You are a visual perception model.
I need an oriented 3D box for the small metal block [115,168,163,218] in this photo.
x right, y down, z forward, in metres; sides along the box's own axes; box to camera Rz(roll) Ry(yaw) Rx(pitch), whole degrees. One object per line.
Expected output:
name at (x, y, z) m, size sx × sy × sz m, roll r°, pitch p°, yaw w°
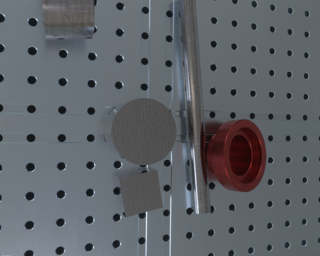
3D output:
small metal block at (-0.027, 0.082, 0.403) m, size 0.050 × 0.025 × 0.050 m, roll -10°, pitch 94°, yaw -20°

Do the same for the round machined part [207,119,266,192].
round machined part at (0.103, 0.038, 0.431) m, size 0.099 × 0.042 × 0.097 m, roll 4°, pitch 84°, yaw -41°

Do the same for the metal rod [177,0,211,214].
metal rod at (0.047, -0.032, 0.430) m, size 0.025 × 0.025 × 0.298 m, roll -5°, pitch 92°, yaw -20°

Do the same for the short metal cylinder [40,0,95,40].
short metal cylinder at (-0.106, -0.140, 0.344) m, size 0.050 × 0.080 × 0.079 m, roll -8°, pitch 93°, yaw -20°

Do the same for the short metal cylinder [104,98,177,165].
short metal cylinder at (-0.026, 0.004, 0.390) m, size 0.081 × 0.050 × 0.079 m, roll 0°, pitch 90°, yaw -20°
